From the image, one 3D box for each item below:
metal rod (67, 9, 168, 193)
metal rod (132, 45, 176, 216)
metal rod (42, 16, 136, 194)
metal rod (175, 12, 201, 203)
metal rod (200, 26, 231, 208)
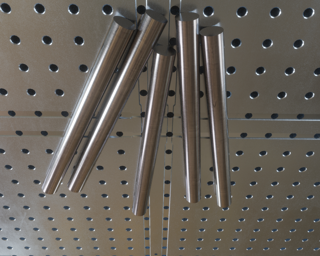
[{"bbox_3d":[-0.068,-0.011,0.402,0.025,0.025,0.298,20,127,-16],"label":"metal rod"},{"bbox_3d":[-0.015,0.028,0.435,0.025,0.025,0.298,6,130,-5],"label":"metal rod"},{"bbox_3d":[-0.105,-0.007,0.404,0.025,0.025,0.298,22,127,-17],"label":"metal rod"},{"bbox_3d":[0.041,0.000,0.412,0.025,0.025,0.298,-4,130,3],"label":"metal rod"},{"bbox_3d":[0.080,0.010,0.420,0.025,0.025,0.299,-8,130,6],"label":"metal rod"}]
